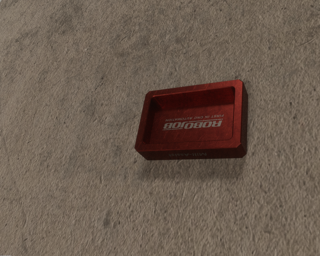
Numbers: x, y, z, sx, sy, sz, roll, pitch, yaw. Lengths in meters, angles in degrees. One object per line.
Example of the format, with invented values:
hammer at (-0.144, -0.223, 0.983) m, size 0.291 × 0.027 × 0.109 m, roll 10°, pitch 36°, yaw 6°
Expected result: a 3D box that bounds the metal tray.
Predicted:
metal tray at (0.039, -0.008, 0.383) m, size 0.130 × 0.030 × 0.090 m, roll -4°, pitch 60°, yaw 25°
